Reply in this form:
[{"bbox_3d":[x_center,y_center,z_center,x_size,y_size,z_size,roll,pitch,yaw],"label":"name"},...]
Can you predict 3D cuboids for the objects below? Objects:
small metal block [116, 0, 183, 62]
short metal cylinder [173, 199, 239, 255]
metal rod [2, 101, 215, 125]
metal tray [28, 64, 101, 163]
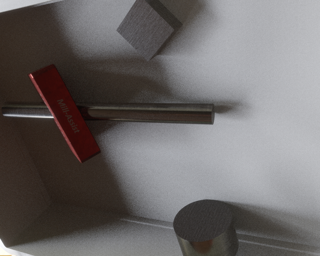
[{"bbox_3d":[-0.012,-0.112,0.345,0.050,0.025,0.050,44,129,-3],"label":"small metal block"},{"bbox_3d":[0.064,0.145,0.428,0.080,0.080,0.050,-3,117,29],"label":"short metal cylinder"},{"bbox_3d":[-0.080,-0.022,0.411,0.301,0.025,0.025,2,120,18],"label":"metal rod"},{"bbox_3d":[-0.134,-0.022,0.429,0.090,0.030,0.129,19,137,63],"label":"metal tray"}]
